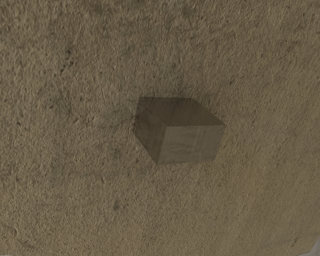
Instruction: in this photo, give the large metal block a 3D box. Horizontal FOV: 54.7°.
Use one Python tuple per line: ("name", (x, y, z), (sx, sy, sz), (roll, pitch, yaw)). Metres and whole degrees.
("large metal block", (0.021, 0.000, 0.386), (0.081, 0.080, 0.050), (-1, 119, -28))
